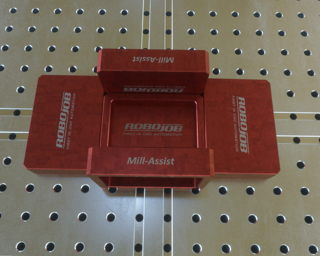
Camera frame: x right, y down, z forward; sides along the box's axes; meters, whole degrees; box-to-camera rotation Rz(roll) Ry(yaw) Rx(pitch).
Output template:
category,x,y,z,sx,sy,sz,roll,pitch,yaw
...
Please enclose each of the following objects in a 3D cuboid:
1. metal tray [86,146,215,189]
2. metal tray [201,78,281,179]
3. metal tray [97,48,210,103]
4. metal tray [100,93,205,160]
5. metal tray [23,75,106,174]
category,x,y,z,sx,sy,sz,roll,pitch,yaw
metal tray,-0.010,0.049,0.358,0.131,0.090,0.030,1,70,0
metal tray,0.102,-0.001,0.409,0.091,0.030,0.130,1,70,-1
metal tray,-0.008,-0.064,0.400,0.131,0.090,0.030,1,70,0
metal tray,-0.009,0.001,0.406,0.131,0.030,0.090,1,70,0
metal tray,-0.120,-0.006,0.409,0.091,0.030,0.130,1,70,0
